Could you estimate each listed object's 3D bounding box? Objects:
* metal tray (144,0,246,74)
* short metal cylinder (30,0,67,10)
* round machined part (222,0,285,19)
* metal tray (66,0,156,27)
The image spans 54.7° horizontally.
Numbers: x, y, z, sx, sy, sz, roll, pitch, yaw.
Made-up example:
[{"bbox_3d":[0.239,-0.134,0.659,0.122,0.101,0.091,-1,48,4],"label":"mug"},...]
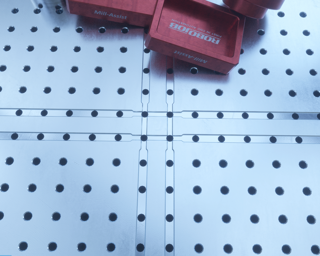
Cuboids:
[{"bbox_3d":[0.052,-0.139,0.444,0.131,0.030,0.090,16,70,-9],"label":"metal tray"},{"bbox_3d":[-0.174,-0.233,0.482,0.081,0.050,0.080,0,70,0],"label":"short metal cylinder"},{"bbox_3d":[0.132,-0.197,0.459,0.099,0.042,0.098,14,37,-11],"label":"round machined part"},{"bbox_3d":[-0.069,-0.210,0.474,0.131,0.030,0.090,8,70,-7],"label":"metal tray"}]
